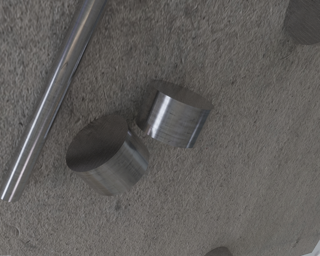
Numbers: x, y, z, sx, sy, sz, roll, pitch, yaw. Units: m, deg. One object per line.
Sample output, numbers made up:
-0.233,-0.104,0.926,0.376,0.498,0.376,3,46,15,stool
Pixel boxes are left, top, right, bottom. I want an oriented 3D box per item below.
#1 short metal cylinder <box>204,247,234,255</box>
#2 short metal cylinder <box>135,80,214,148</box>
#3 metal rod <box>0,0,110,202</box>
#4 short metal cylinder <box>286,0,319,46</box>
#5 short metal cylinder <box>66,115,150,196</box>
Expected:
0.124,0.294,0.641,0.081,0.050,0.079,-14,124,-21,short metal cylinder
0.017,-0.018,0.370,0.081,0.080,0.050,10,114,-33,short metal cylinder
-0.104,-0.048,0.320,0.025,0.025,0.298,18,109,-35,metal rod
0.211,-0.146,0.396,0.050,0.080,0.079,-5,121,-26,short metal cylinder
-0.059,0.031,0.358,0.080,0.080,0.050,-37,129,-4,short metal cylinder
